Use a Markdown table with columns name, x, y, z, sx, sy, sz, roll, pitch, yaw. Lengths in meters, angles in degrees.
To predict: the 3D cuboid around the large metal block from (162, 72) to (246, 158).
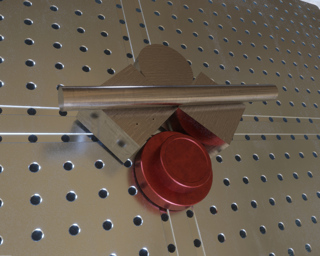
| name | x | y | z | sx | sy | sz | roll | pitch | yaw |
| --- | --- | --- | --- | --- | --- | --- | --- | --- | --- |
| large metal block | 0.062 | -0.017 | 0.428 | 0.080 | 0.050 | 0.080 | 36 | 52 | -4 |

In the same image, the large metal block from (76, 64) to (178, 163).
| name | x | y | z | sx | sy | sz | roll | pitch | yaw |
| --- | --- | --- | --- | --- | --- | --- | --- | --- | --- |
| large metal block | -0.040 | -0.019 | 0.377 | 0.080 | 0.050 | 0.080 | 44 | 51 | 0 |

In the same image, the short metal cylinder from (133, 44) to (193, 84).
| name | x | y | z | sx | sy | sz | roll | pitch | yaw |
| --- | --- | --- | --- | --- | --- | --- | --- | --- | --- |
| short metal cylinder | -0.001 | -0.068 | 0.428 | 0.081 | 0.050 | 0.080 | 14 | 56 | -21 |

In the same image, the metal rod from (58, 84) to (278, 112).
| name | x | y | z | sx | sy | sz | roll | pitch | yaw |
| --- | --- | --- | --- | --- | --- | --- | --- | --- | --- |
| metal rod | 0.033 | -0.040 | 0.379 | 0.303 | 0.025 | 0.025 | -5 | 64 | -30 |

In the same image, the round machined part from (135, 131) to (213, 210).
| name | x | y | z | sx | sy | sz | roll | pitch | yaw |
| --- | --- | --- | --- | --- | --- | --- | --- | --- | --- |
| round machined part | 0.023 | 0.046 | 0.376 | 0.099 | 0.042 | 0.098 | 14 | 56 | -21 |
